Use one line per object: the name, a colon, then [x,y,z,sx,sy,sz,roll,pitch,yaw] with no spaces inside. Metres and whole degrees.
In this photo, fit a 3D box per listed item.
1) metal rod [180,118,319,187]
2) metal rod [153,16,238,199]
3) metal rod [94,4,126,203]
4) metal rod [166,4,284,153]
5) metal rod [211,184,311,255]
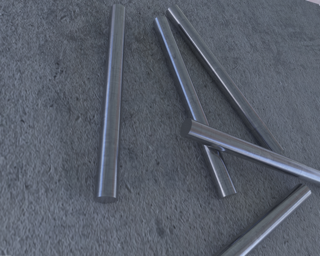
metal rod: [0.161,0.046,0.441,0.302,0.025,0.025,20,54,-24]
metal rod: [0.044,-0.044,0.453,0.025,0.025,0.299,-5,64,-30]
metal rod: [-0.061,-0.053,0.403,0.025,0.025,0.299,12,57,-22]
metal rod: [0.100,-0.083,0.507,0.025,0.025,0.299,-24,74,-36]
metal rod: [0.099,0.140,0.371,0.302,0.025,0.025,-22,74,-36]
